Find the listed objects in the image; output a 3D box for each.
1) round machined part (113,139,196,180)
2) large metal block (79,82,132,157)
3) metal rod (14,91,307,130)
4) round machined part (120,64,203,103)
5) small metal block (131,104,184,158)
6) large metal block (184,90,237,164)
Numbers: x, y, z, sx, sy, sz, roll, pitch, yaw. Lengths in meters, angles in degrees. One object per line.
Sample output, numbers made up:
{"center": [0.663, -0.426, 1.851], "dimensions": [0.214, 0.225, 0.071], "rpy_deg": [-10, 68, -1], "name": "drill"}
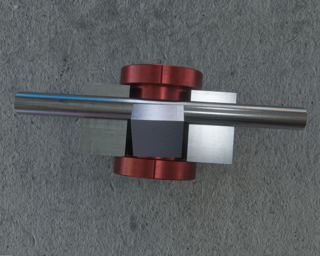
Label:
{"center": [-0.005, 0.037, 0.374], "dimensions": [0.099, 0.098, 0.042], "rpy_deg": [5, 85, 0], "name": "round machined part"}
{"center": [-0.061, -0.010, 0.383], "dimensions": [0.050, 0.080, 0.080], "rpy_deg": [4, 90, 0], "name": "large metal block"}
{"center": [0.001, -0.018, 0.331], "dimensions": [0.302, 0.025, 0.025], "rpy_deg": [3, 90, 0], "name": "metal rod"}
{"center": [0.001, -0.047, 0.374], "dimensions": [0.099, 0.098, 0.042], "rpy_deg": [4, 91, 0], "name": "round machined part"}
{"center": [-0.002, 0.003, 0.317], "dimensions": [0.050, 0.025, 0.050], "rpy_deg": [2, 131, 1], "name": "small metal block"}
{"center": [0.057, -0.001, 0.384], "dimensions": [0.050, 0.080, 0.080], "rpy_deg": [4, 90, 0], "name": "large metal block"}
